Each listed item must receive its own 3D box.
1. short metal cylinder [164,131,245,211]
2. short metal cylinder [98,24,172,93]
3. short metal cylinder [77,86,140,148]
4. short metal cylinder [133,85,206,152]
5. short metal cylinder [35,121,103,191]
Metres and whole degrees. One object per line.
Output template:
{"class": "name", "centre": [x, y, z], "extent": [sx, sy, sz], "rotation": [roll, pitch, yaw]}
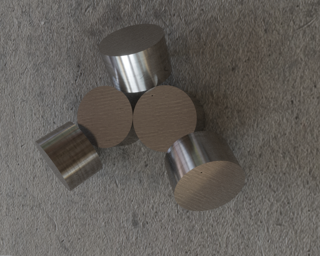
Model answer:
{"class": "short metal cylinder", "centre": [0.050, 0.050, 0.357], "extent": [0.080, 0.080, 0.050], "rotation": [-39, 36, 16]}
{"class": "short metal cylinder", "centre": [-0.029, -0.088, 0.385], "extent": [0.080, 0.080, 0.050], "rotation": [2, 133, 20]}
{"class": "short metal cylinder", "centre": [-0.063, -0.014, 0.419], "extent": [0.080, 0.050, 0.080], "rotation": [0, 90, 20]}
{"class": "short metal cylinder", "centre": [0.013, -0.011, 0.392], "extent": [0.080, 0.050, 0.080], "rotation": [0, 90, 20]}
{"class": "short metal cylinder", "centre": [-0.123, 0.038, 0.418], "extent": [0.050, 0.080, 0.080], "rotation": [-36, 75, -24]}
